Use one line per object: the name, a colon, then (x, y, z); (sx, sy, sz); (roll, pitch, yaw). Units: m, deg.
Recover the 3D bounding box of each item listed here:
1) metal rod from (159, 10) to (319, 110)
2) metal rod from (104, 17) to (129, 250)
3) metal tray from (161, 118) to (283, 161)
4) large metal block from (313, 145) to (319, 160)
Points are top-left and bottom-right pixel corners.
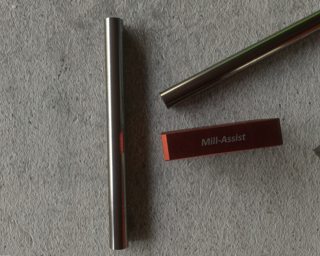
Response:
metal rod: (0.138, -0.105, 0.411); (0.301, 0.025, 0.025); (-28, 90, -1)
metal rod: (-0.057, 0.007, 0.409); (0.025, 0.025, 0.298); (-1, 90, -1)
metal tray: (0.068, 0.012, 0.378); (0.131, 0.090, 0.030); (-8, 90, -1)
large metal block: (0.258, 0.027, 0.386); (0.080, 0.080, 0.050); (-36, 90, 0)
